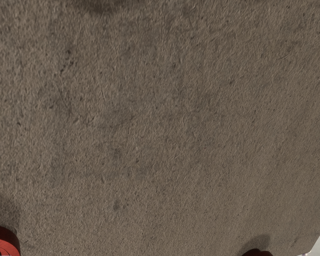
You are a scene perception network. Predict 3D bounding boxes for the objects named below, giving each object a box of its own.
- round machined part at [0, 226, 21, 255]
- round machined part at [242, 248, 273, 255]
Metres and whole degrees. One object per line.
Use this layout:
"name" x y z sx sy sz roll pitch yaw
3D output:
"round machined part" -0.221 0.150 0.369 0.099 0.042 0.097 -14 125 -21
"round machined part" 0.218 0.319 0.716 0.099 0.042 0.097 -14 125 -21
